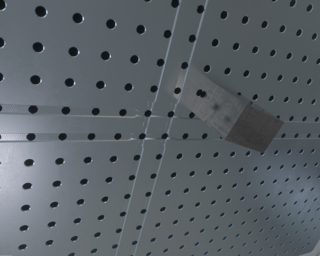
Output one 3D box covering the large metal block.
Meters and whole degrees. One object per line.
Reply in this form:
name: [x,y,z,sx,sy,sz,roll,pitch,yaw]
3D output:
large metal block: [0.104,-0.016,0.422,0.080,0.080,0.050,18,109,-35]
